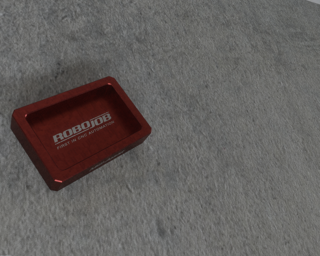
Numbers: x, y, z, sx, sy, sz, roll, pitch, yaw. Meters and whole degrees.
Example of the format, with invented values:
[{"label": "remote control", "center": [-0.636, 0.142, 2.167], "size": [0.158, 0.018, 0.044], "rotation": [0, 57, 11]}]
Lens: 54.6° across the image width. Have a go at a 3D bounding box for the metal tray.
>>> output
[{"label": "metal tray", "center": [-0.085, 0.000, 0.354], "size": [0.131, 0.030, 0.090], "rotation": [-29, 78, -37]}]
